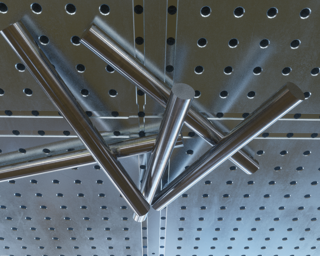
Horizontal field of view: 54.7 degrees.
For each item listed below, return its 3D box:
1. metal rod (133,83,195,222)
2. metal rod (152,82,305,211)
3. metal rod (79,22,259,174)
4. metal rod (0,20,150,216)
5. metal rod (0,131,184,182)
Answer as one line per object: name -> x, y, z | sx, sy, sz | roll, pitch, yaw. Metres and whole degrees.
metal rod -> -0.006, 0.057, 0.432 | 0.025, 0.025, 0.298 | 9, 138, -8
metal rod -> 0.068, 0.045, 0.420 | 0.025, 0.025, 0.298 | 23, 136, -19
metal rod -> 0.030, -0.021, 0.393 | 0.301, 0.025, 0.025 | 37, 121, -27
metal rod -> -0.090, 0.008, 0.392 | 0.025, 0.025, 0.299 | -21, 120, 16
metal rod -> -0.115, 0.043, 0.446 | 0.301, 0.025, 0.025 | -12, 129, 9
